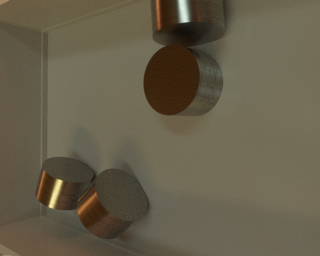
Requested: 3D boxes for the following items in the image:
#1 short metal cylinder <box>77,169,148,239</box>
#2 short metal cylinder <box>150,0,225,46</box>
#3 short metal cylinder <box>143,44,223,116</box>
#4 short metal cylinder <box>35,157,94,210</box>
[{"bbox_3d":[-0.065,0.103,0.425,0.050,0.081,0.080,-47,62,30],"label":"short metal cylinder"},{"bbox_3d":[0.030,-0.128,0.346,0.080,0.081,0.050,-6,87,40],"label":"short metal cylinder"},{"bbox_3d":[0.027,-0.054,0.368,0.080,0.050,0.080,0,90,40],"label":"short metal cylinder"},{"bbox_3d":[-0.153,0.087,0.497,0.080,0.081,0.050,31,109,36],"label":"short metal cylinder"}]
